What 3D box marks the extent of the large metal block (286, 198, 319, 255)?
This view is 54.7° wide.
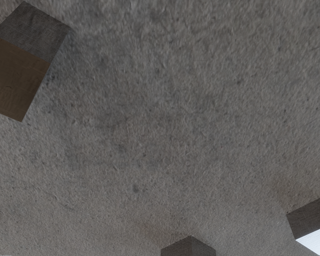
[{"bbox_3d":[0.285,0.171,0.541,0.080,0.050,0.080,35,122,-26],"label":"large metal block"}]

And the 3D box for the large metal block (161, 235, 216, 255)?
[{"bbox_3d":[0.058,0.268,0.620,0.080,0.050,0.080,-36,122,26],"label":"large metal block"}]

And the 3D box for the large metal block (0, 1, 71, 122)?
[{"bbox_3d":[-0.139,-0.067,0.312,0.050,0.080,0.080,27,125,-21],"label":"large metal block"}]
